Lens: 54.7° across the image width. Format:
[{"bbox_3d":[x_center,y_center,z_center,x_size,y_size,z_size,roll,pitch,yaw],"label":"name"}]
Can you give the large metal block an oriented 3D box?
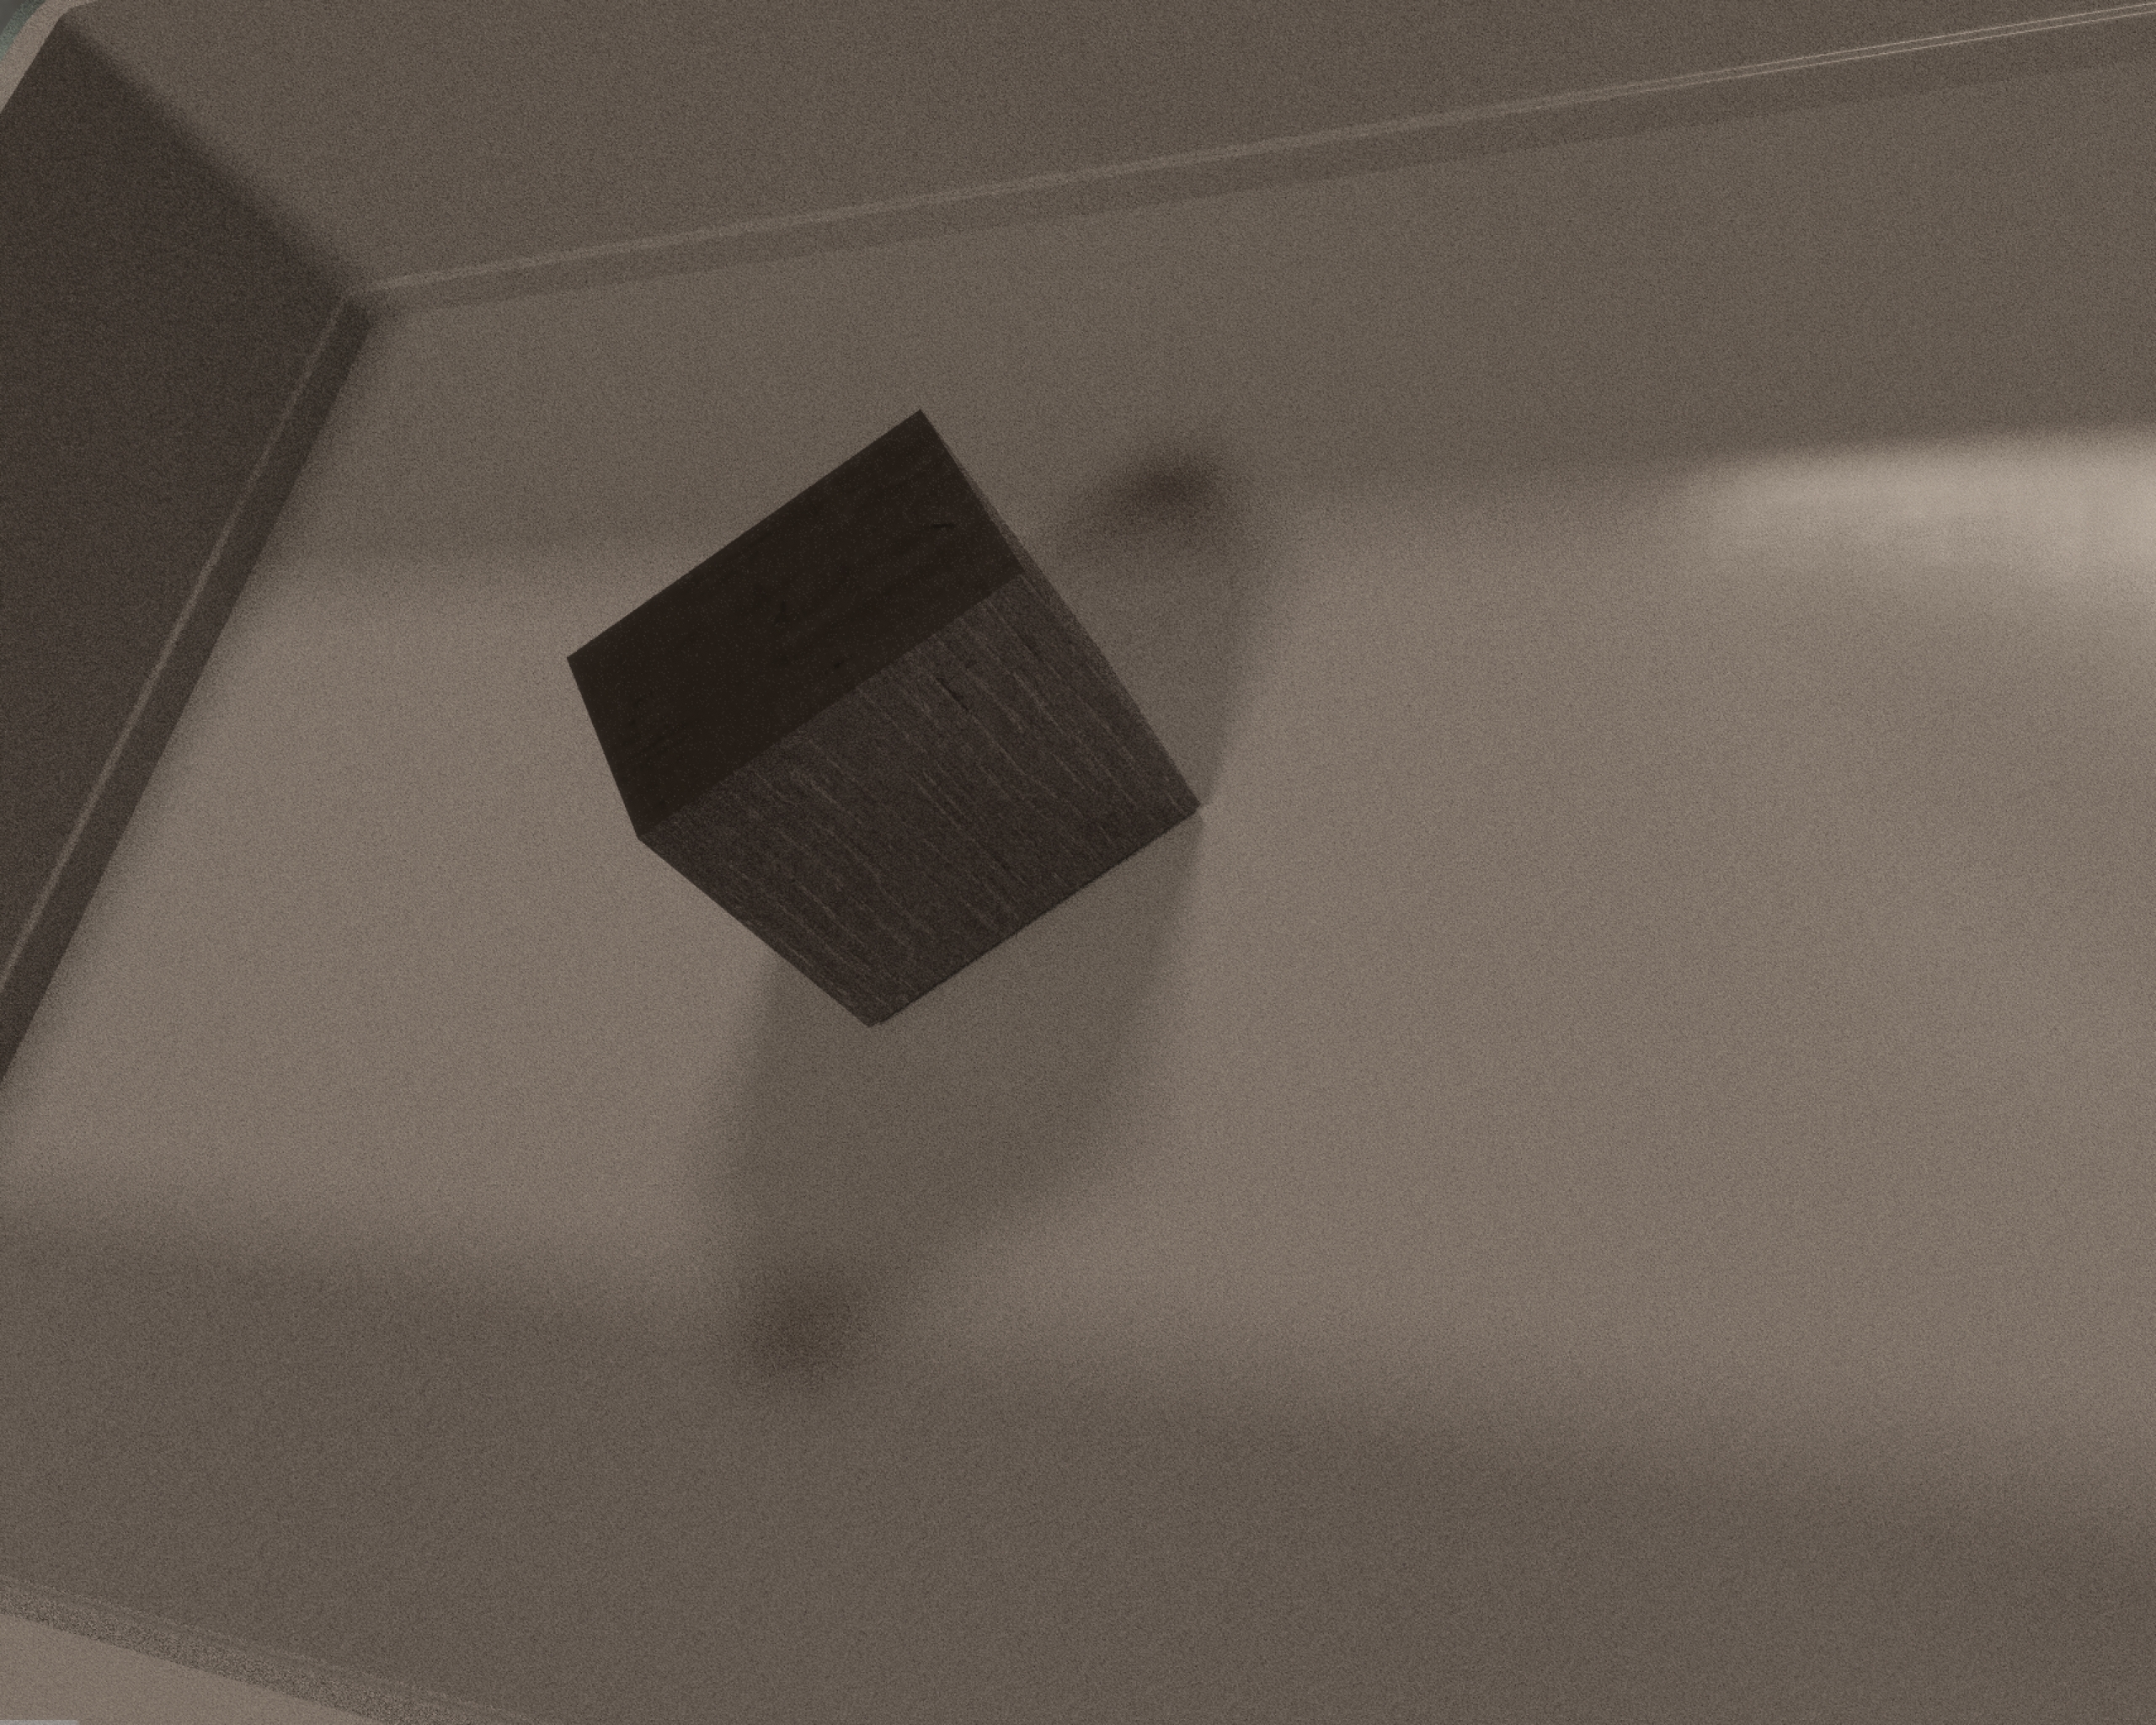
[{"bbox_3d":[-0.035,-0.025,0.399,0.080,0.080,0.050,-34,52,5],"label":"large metal block"}]
